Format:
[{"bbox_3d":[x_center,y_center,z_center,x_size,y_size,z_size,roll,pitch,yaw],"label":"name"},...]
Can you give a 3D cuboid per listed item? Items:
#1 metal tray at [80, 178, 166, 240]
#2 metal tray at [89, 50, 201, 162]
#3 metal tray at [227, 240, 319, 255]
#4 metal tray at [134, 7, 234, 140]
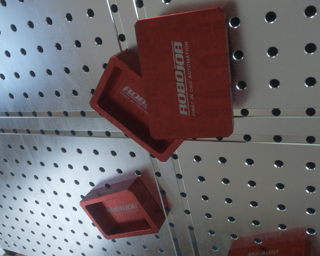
[{"bbox_3d":[-0.066,0.142,0.528,0.130,0.030,0.090,-22,107,35],"label":"metal tray"},{"bbox_3d":[-0.020,-0.026,0.400,0.130,0.030,0.089,38,129,2],"label":"metal tray"},{"bbox_3d":[0.171,0.214,0.450,0.130,0.030,0.090,-26,105,36],"label":"metal tray"},{"bbox_3d":[0.029,-0.054,0.332,0.090,0.030,0.129,-3,106,17],"label":"metal tray"}]
